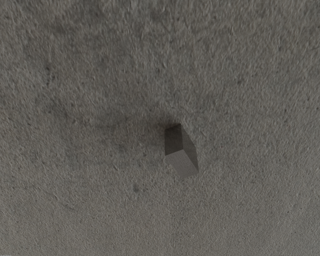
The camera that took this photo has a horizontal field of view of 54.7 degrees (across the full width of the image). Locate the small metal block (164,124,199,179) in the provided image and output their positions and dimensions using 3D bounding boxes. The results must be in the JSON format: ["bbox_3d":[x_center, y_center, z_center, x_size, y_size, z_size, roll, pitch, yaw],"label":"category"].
[{"bbox_3d":[0.029,0.031,0.418,0.025,0.050,0.050,-22,127,17],"label":"small metal block"}]
